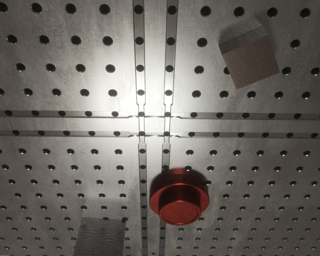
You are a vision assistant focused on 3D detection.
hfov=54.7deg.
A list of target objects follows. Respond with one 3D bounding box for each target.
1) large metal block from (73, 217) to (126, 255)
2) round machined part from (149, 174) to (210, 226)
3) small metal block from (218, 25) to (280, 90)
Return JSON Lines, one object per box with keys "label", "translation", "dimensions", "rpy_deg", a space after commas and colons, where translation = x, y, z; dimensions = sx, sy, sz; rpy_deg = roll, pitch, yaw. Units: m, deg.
{"label": "large metal block", "translation": [-0.106, 0.211, 0.554], "dimensions": [0.081, 0.080, 0.050], "rpy_deg": [6, 130, -6]}
{"label": "round machined part", "translation": [0.032, 0.123, 0.506], "dimensions": [0.099, 0.042, 0.097], "rpy_deg": [-1, 130, 0]}
{"label": "small metal block", "translation": [0.100, -0.078, 0.347], "dimensions": [0.050, 0.025, 0.050], "rpy_deg": [-22, 127, 17]}
